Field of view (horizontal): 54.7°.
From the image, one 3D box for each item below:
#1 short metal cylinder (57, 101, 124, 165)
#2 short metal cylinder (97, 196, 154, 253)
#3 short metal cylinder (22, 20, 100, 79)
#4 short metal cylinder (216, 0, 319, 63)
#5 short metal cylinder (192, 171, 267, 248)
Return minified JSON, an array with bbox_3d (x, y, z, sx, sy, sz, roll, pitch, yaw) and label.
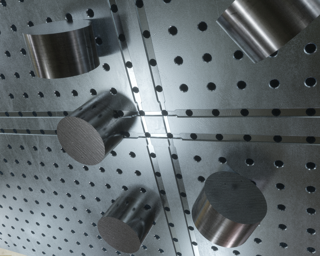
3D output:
[{"bbox_3d":[-0.101,0.007,0.451,0.080,0.050,0.079,13,124,20],"label":"short metal cylinder"},{"bbox_3d":[-0.058,0.164,0.525,0.080,0.050,0.079,13,124,20],"label":"short metal cylinder"},{"bbox_3d":[-0.118,-0.098,0.375,0.080,0.080,0.050,9,122,23],"label":"short metal cylinder"},{"bbox_3d":[0.095,-0.101,0.263,0.050,0.080,0.080,47,129,-5],"label":"short metal cylinder"},{"bbox_3d":[0.086,0.101,0.392,0.080,0.080,0.050,26,128,11],"label":"short metal cylinder"}]
